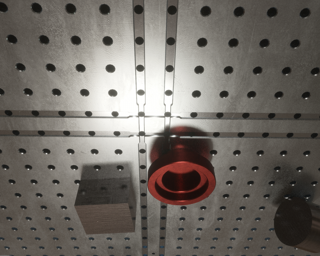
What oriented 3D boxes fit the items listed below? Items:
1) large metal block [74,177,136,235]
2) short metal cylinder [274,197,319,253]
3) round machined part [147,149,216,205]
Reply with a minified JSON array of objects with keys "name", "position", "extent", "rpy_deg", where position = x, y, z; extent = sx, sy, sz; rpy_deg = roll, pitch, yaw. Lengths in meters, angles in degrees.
[{"name":"large metal block","position":[-0.084,0.127,0.502],"extent":[0.080,0.050,0.079],"rpy_deg":[-3,130,2]},{"name":"short metal cylinder","position":[0.239,0.161,0.517],"extent":[0.050,0.080,0.080],"rpy_deg":[22,127,-18]},{"name":"round machined part","position":[0.031,0.069,0.460],"extent":[0.099,0.042,0.097],"rpy_deg":[-1,130,0]}]
